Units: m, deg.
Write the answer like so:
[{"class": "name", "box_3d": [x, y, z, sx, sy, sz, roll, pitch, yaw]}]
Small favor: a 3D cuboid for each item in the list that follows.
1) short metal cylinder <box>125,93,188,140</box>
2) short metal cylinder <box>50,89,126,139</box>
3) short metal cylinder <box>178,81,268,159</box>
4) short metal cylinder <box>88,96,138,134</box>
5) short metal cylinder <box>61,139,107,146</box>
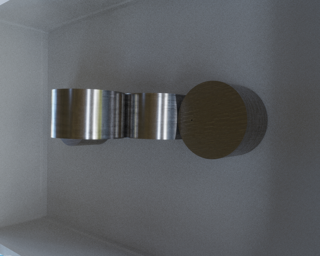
[{"class": "short metal cylinder", "box_3d": [-0.004, -0.014, 0.372, 0.080, 0.081, 0.050, 2, 92, 40]}, {"class": "short metal cylinder", "box_3d": [-0.080, -0.015, 0.345, 0.080, 0.081, 0.050, 2, 92, 40]}, {"class": "short metal cylinder", "box_3d": [0.067, -0.008, 0.333, 0.080, 0.050, 0.080, 0, 90, 40]}, {"class": "short metal cylinder", "box_3d": [-0.066, -0.016, 0.423, 0.080, 0.081, 0.050, 2, 92, 40]}, {"class": "short metal cylinder", "box_3d": [-0.118, -0.013, 0.486, 0.080, 0.050, 0.080, 0, 90, 40]}]
